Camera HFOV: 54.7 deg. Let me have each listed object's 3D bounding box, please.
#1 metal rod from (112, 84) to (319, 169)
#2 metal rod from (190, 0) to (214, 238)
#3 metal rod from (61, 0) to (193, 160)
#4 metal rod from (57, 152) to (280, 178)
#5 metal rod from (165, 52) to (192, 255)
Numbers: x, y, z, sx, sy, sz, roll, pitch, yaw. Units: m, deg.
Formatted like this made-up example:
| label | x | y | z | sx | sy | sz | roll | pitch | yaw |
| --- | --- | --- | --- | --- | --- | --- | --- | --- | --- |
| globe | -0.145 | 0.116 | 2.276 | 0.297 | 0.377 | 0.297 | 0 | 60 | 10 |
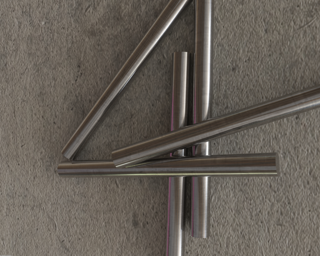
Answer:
| label | x | y | z | sx | sy | sz | roll | pitch | yaw |
| --- | --- | --- | --- | --- | --- | --- | --- | --- | --- |
| metal rod | 0.087 | -0.007 | 0.356 | 0.301 | 0.025 | 0.025 | -18 | 84 | 11 |
| metal rod | 0.053 | -0.015 | 0.390 | 0.025 | 0.025 | 0.298 | 1 | 90 | 20 |
| metal rod | -0.044 | -0.075 | 0.424 | 0.025 | 0.025 | 0.299 | 42 | 103 | 15 |
| metal rod | -0.011 | 0.049 | 0.389 | 0.300 | 0.025 | 0.025 | -5 | 88 | 28 |
| metal rod | 0.023 | 0.054 | 0.400 | 0.025 | 0.025 | 0.298 | 2 | 91 | 20 |
